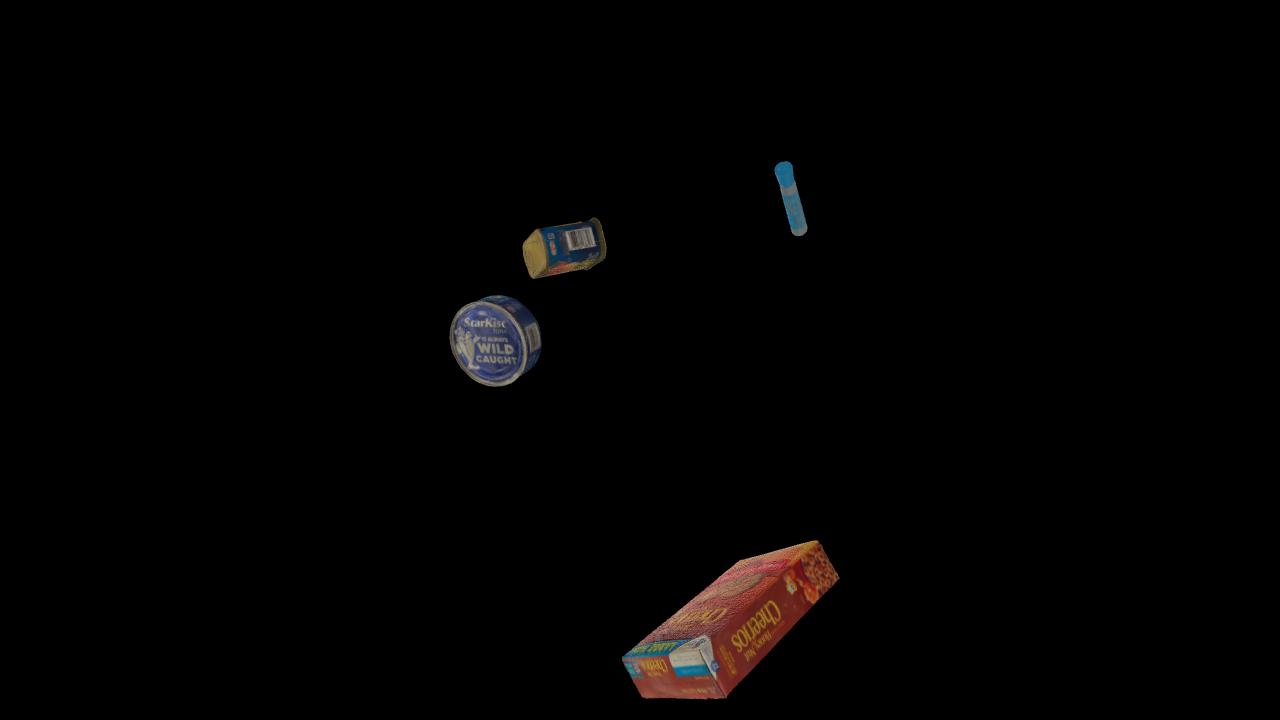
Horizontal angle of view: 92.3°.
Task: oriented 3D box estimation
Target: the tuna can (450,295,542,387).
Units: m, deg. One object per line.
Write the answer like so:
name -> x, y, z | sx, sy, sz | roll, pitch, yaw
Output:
tuna can -> -0.137, -0.019, 0.588 | 0.084, 0.084, 0.034 | 0, 19, 21

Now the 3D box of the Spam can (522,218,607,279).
Spam can -> -0.105, -0.150, 0.833 | 0.085, 0.058, 0.101 | -15, 1, -25

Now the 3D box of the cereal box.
cereal box -> 0.144, 0.399, 0.954 | 0.306, 0.081, 0.203 | -21, -11, -40

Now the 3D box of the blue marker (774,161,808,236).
blue marker -> 0.168, -0.178, 0.683 | 0.020, 0.020, 0.121 | 0, -22, 23
